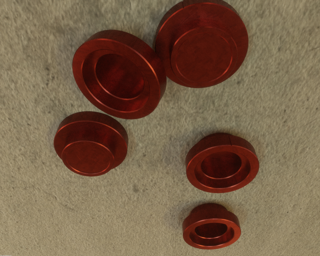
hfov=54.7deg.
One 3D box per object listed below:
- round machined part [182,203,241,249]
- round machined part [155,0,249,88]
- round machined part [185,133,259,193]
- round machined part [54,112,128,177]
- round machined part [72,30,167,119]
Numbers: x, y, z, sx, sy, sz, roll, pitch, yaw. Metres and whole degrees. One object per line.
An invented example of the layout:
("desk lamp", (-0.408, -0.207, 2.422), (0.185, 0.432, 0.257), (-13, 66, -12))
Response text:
("round machined part", (0.088, 0.169, 0.541), (0.099, 0.042, 0.097), (-1, 130, 0))
("round machined part", (0.044, -0.082, 0.327), (0.099, 0.042, 0.097), (-1, 130, 0))
("round machined part", (0.085, 0.045, 0.436), (0.099, 0.042, 0.097), (-1, 130, 0))
("round machined part", (-0.094, 0.028, 0.419), (0.099, 0.042, 0.097), (-1, 130, 0))
("round machined part", (-0.039, -0.059, 0.332), (0.098, 0.042, 0.097), (13, 135, 14))
